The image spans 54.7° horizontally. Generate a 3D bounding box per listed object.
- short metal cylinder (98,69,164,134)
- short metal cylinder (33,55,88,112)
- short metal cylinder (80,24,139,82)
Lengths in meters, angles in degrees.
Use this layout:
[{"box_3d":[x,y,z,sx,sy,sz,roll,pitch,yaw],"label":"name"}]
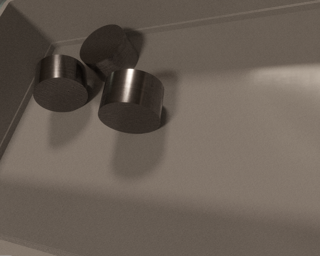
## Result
[{"box_3d":[-0.037,-0.033,0.408,0.080,0.080,0.050,-8,59,24],"label":"short metal cylinder"},{"box_3d":[-0.157,-0.070,0.493,0.080,0.080,0.050,-22,54,14],"label":"short metal cylinder"},{"box_3d":[-0.082,-0.121,0.505,0.080,0.050,0.080,-13,56,20],"label":"short metal cylinder"}]
